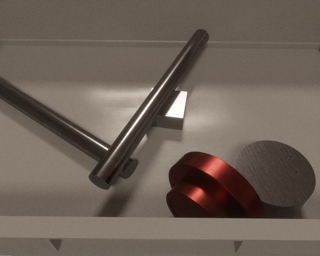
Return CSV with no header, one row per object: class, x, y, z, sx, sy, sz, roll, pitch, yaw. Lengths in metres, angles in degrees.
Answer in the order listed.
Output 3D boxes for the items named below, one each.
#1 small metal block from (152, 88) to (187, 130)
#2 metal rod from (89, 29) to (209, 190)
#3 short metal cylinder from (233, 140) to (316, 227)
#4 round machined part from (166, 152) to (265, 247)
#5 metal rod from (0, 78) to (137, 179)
small metal block,0.009,-0.027,0.428,0.050,0.025,0.050,8,50,6
metal rod,0.002,-0.046,0.410,0.025,0.025,0.301,21,52,16
short metal cylinder,0.119,0.060,0.340,0.081,0.050,0.080,0,50,0
round machined part,0.045,0.074,0.296,0.098,0.097,0.042,34,58,25
metal rod,-0.158,-0.018,0.417,0.300,0.025,0.025,28,56,21
